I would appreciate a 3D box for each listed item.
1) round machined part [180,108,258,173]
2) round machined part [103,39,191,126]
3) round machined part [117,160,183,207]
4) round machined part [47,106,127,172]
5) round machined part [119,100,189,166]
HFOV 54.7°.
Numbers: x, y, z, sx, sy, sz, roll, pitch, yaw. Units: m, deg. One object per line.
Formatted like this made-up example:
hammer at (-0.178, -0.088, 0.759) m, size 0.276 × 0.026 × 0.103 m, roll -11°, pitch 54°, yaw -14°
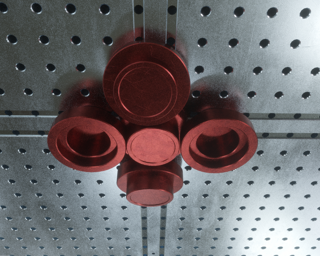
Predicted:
round machined part at (0.075, 0.012, 0.412) m, size 0.099 × 0.042 × 0.097 m, roll -1°, pitch 130°, yaw 0°
round machined part at (-0.015, -0.046, 0.346) m, size 0.099 × 0.042 × 0.097 m, roll 0°, pitch 116°, yaw 1°
round machined part at (-0.015, 0.085, 0.457) m, size 0.099 × 0.042 × 0.098 m, roll 0°, pitch 145°, yaw 0°
round machined part at (-0.092, 0.011, 0.408) m, size 0.099 × 0.042 × 0.097 m, roll -1°, pitch 130°, yaw 0°
round machined part at (-0.009, 0.012, 0.410) m, size 0.099 × 0.042 × 0.097 m, roll -1°, pitch 130°, yaw 0°
